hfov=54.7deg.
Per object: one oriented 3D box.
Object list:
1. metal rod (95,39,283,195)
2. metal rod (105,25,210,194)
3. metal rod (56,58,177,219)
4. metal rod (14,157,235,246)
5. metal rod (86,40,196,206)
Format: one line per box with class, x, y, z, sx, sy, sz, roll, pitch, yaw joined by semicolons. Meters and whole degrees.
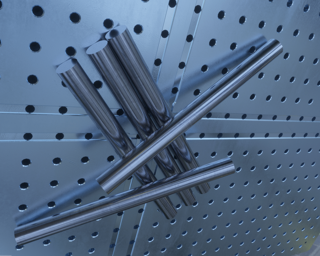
metal rod;0.046;-0.022;0.398;0.301;0.025;0.025;-38;130;-13
metal rod;0.013;-0.001;0.419;0.025;0.025;0.299;-35;129;-5
metal rod;-0.040;0.037;0.414;0.025;0.025;0.299;-34;129;-6
metal rod;-0.040;0.097;0.424;0.302;0.025;0.025;-17;126;-9
metal rod;-0.009;0.017;0.418;0.025;0.025;0.299;-34;129;-6
